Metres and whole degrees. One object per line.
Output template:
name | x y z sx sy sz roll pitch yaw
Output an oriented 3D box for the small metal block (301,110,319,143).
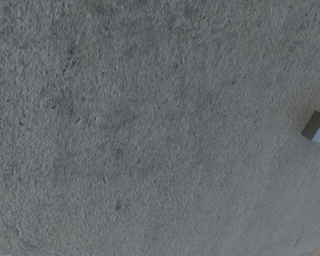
small metal block | 0.295 -0.001 0.568 0.050 0.025 0.050 10 113 -33
